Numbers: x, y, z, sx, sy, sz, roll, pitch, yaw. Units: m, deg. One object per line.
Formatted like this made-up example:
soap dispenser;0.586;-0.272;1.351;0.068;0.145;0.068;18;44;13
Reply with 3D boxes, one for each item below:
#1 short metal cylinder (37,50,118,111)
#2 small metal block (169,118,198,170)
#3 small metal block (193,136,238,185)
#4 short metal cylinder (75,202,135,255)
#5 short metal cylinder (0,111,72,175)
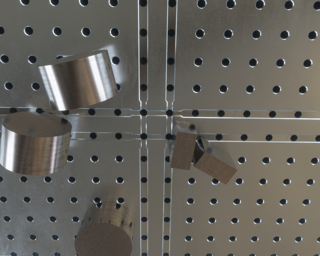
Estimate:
short metal cylinder;-0.094;-0.058;0.362;0.080;0.080;0.050;-11;110;4
small metal block;0.029;0.020;0.408;0.025;0.050;0.050;8;110;-3
small metal block;0.071;0.043;0.416;0.050;0.050;0.025;30;107;-11
short metal cylinder;-0.079;0.157;0.457;0.081;0.050;0.079;0;110;0
short metal cylinder;-0.155;0.017;0.389;0.081;0.080;0.050;12;110;-5
